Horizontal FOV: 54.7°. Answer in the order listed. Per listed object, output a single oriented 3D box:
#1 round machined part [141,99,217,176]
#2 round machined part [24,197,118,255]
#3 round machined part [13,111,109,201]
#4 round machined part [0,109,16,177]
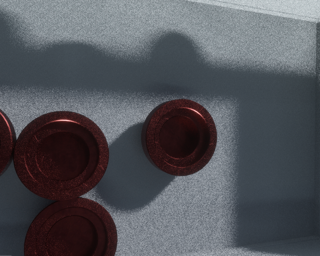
[{"bbox_3d":[0.022,0.012,0.409,0.099,0.042,0.097,0,90,-20],"label":"round machined part"},{"bbox_3d":[-0.102,0.129,0.358,0.099,0.042,0.098,4,78,-18],"label":"round machined part"},{"bbox_3d":[-0.110,0.033,0.353,0.099,0.042,0.098,4,75,-16],"label":"round machined part"},{"bbox_3d":[-0.203,0.016,0.323,0.099,0.042,0.097,1,88,-14],"label":"round machined part"}]
